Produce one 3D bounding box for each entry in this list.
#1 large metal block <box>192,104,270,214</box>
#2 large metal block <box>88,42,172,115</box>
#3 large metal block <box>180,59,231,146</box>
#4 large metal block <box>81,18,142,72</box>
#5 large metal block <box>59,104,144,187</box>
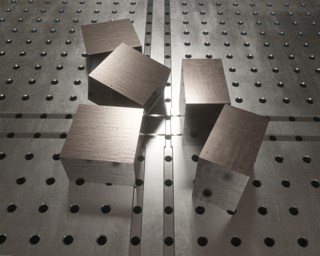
[{"bbox_3d":[0.077,0.034,0.344,0.050,0.080,0.080,21,53,16],"label":"large metal block"},{"bbox_3d":[-0.042,-0.061,0.431,0.080,0.050,0.080,30,55,6],"label":"large metal block"},{"bbox_3d":[0.054,-0.033,0.400,0.050,0.080,0.080,0,50,-1],"label":"large metal block"},{"bbox_3d":[-0.077,-0.127,0.497,0.081,0.050,0.080,-13,51,-11],"label":"large metal block"},{"bbox_3d":[-0.064,0.020,0.374,0.080,0.050,0.080,5,50,3],"label":"large metal block"}]
